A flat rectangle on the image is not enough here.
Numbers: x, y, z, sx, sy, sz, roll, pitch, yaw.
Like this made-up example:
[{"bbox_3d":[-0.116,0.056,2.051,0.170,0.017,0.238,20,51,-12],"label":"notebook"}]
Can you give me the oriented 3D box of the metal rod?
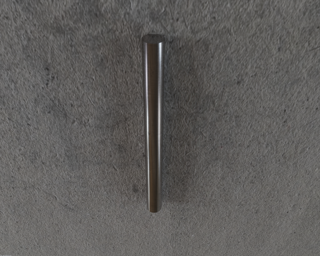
[{"bbox_3d":[-0.008,0.019,0.424,0.025,0.025,0.298,0,130,-1],"label":"metal rod"}]
